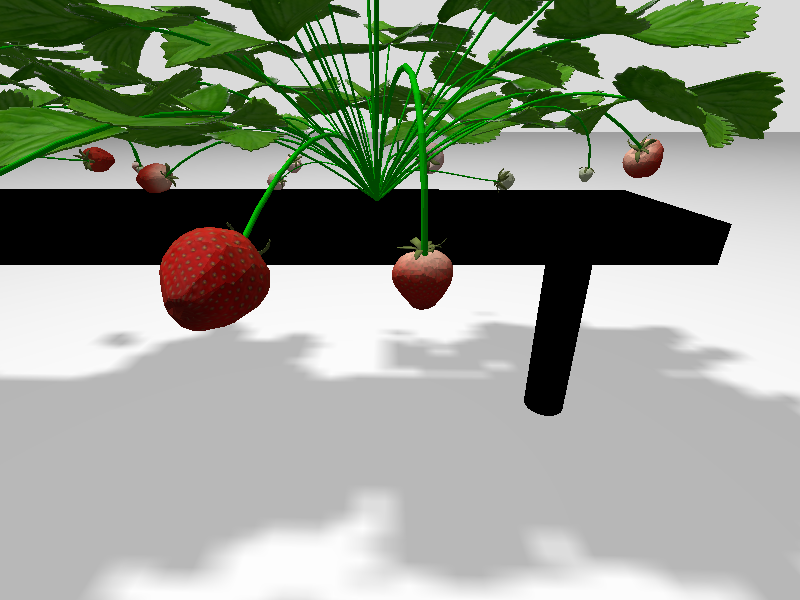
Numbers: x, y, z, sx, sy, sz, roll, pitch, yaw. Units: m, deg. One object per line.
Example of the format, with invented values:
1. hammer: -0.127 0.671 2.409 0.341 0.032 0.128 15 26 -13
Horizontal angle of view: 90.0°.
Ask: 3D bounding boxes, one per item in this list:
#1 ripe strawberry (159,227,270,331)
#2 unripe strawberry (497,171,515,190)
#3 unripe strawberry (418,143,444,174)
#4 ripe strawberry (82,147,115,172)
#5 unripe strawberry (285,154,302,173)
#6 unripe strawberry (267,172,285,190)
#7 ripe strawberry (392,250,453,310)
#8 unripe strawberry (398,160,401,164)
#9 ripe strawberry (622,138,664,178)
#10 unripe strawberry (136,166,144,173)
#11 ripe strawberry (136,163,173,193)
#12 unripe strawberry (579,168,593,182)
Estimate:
1. ripe strawberry: -0.061 -0.005 0.130 0.032 0.034 0.035 4 35 9
2. unripe strawberry: 0.104 -0.116 0.390 0.017 0.018 0.016 -10 26 -22
3. unripe strawberry: 0.041 -0.179 0.507 0.033 0.038 0.036 8 25 16
4. ripe strawberry: -0.393 -0.184 0.524 0.035 0.031 0.032 9 25 19
5. unripe strawberry: -0.137 -0.173 0.512 0.020 0.023 0.022 -14 -7 -29
6. unripe strawberry: -0.123 -0.116 0.395 0.017 0.017 0.016 -1 21 32
7. ripe strawberry: 0.008 -0.007 0.137 0.021 0.021 0.018 -3 24 -6
8. unripe strawberry: -0.003 -0.199 0.573 0.009 0.010 0.010 2 24 3
9. ripe strawberry: 0.280 -0.159 0.458 0.041 0.043 0.038 36 4 -33
10. unripe strawberry: -0.303 -0.152 0.470 0.010 0.010 0.009 -19 31 -36
11. ripe strawberry: -0.228 -0.112 0.371 0.030 0.026 0.030 -4 23 12
12. unripe strawberry: 0.173 -0.116 0.373 0.011 0.013 0.013 -5 25 -10
